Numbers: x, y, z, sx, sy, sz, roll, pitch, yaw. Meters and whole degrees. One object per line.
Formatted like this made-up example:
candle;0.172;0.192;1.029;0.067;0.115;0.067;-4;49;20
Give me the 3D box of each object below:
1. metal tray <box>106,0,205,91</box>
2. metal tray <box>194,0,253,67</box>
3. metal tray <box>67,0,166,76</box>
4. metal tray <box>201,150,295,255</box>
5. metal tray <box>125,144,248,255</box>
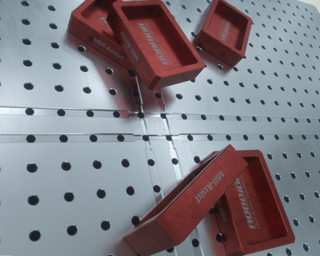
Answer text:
metal tray;-0.006;-0.121;0.437;0.091;0.030;0.130;-20;73;-36
metal tray;0.123;-0.186;0.586;0.090;0.030;0.130;30;52;-10
metal tray;-0.057;-0.143;0.463;0.130;0.030;0.090;32;51;-8
metal tray;0.115;0.094;0.410;0.091;0.030;0.130;1;61;-28
metal tray;0.030;0.077;0.336;0.030;0.090;0.131;49;51;6
